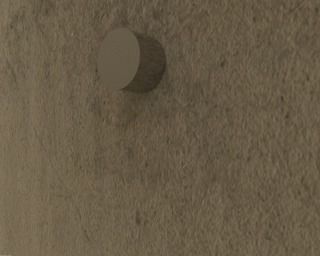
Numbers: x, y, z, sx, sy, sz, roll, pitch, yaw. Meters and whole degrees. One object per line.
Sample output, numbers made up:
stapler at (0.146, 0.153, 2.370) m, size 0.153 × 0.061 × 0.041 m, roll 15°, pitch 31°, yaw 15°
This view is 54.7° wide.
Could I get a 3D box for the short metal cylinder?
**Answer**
short metal cylinder at (-0.039, -0.089, 0.419) m, size 0.080 × 0.050 × 0.079 m, roll 0°, pitch 90°, yaw 39°
